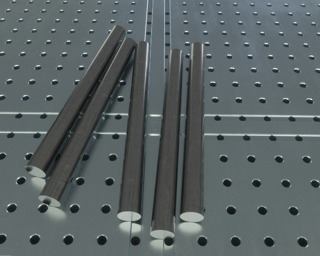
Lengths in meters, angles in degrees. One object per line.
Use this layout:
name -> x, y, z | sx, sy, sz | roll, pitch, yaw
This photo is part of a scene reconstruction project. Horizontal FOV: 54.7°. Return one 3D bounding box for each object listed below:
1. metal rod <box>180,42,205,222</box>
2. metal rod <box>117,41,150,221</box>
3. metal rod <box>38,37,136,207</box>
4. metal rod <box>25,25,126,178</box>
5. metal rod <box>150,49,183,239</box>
metal rod -> 0.048, -0.020, 0.424 | 0.025, 0.025, 0.300 | 5, 50, 3
metal rod -> -0.031, -0.021, 0.424 | 0.025, 0.025, 0.300 | 1, 50, 0
metal rod -> -0.086, -0.032, 0.432 | 0.025, 0.025, 0.300 | 10, 51, 8
metal rod -> -0.109, -0.060, 0.456 | 0.025, 0.025, 0.300 | 11, 51, 9
metal rod -> 0.014, -0.006, 0.412 | 0.025, 0.025, 0.300 | 4, 50, 3
